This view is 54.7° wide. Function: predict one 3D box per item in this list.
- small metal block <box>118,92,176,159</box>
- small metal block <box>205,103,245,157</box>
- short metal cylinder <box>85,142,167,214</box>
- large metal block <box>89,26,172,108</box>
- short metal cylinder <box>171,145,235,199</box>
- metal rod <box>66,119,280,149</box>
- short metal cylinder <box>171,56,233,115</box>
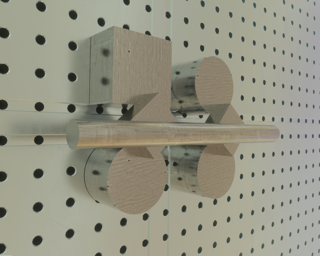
[{"bbox_3d":[-0.011,-0.003,0.335,0.050,0.025,0.050,-48,118,-29],"label":"small metal block"},{"bbox_3d":[0.086,0.003,0.417,0.050,0.025,0.050,48,62,-29],"label":"small metal block"},{"bbox_3d":[-0.039,0.054,0.359,0.081,0.050,0.080,0,90,-40],"label":"short metal cylinder"},{"bbox_3d":[-0.033,-0.065,0.364,0.081,0.050,0.080,2,89,-40],"label":"large metal block"},{"bbox_3d":[0.063,0.057,0.446,0.081,0.050,0.080,0,90,-40],"label":"short metal cylinder"},{"bbox_3d":[0.045,0.007,0.348,0.302,0.025,0.025,1,90,-40],"label":"metal rod"},{"bbox_3d":[0.060,-0.058,0.443,0.081,0.050,0.080,0,90,-40],"label":"short metal cylinder"}]
